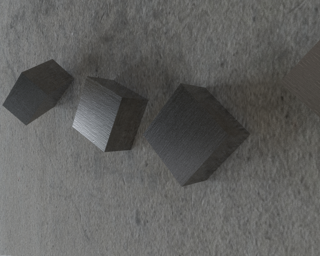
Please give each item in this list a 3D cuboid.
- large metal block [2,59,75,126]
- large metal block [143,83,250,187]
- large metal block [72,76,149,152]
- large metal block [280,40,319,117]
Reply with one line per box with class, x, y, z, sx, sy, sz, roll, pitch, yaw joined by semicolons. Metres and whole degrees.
large metal block;-0.204;-0.062;0.525;0.050;0.080;0.080;43;121;-6
large metal block;0.039;0.007;0.355;0.080;0.050;0.080;52;120;27
large metal block;-0.073;-0.021;0.447;0.080;0.050;0.079;32;110;35
large metal block;0.164;-0.040;0.253;0.080;0.050;0.080;-52;60;27
